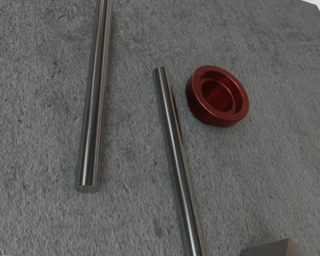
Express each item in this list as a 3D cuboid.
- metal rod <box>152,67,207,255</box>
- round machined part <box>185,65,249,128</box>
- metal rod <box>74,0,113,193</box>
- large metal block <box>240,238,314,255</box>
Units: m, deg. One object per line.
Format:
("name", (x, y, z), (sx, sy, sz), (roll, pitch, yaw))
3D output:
("metal rod", (0.023, 0.049, 0.387), (0.025, 0.025, 0.299), (5, 60, -26))
("round machined part", (0.081, -0.043, 0.464), (0.099, 0.042, 0.098), (14, 56, -21))
("metal rod", (-0.081, -0.065, 0.400), (0.025, 0.025, 0.299), (12, 57, -22))
("large metal block", (0.121, 0.174, 0.329), (0.050, 0.080, 0.080), (36, 51, -5))
